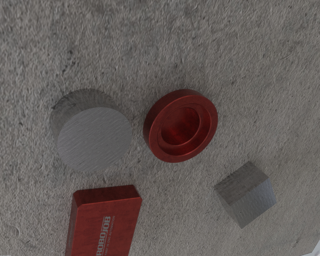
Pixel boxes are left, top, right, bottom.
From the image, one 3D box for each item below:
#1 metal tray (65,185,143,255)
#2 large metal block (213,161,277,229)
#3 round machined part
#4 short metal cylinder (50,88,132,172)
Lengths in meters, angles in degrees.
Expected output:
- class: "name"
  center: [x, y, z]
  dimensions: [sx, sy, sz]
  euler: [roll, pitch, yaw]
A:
- class: "metal tray"
  center: [-0.083, 0.146, 0.449]
  dimensions: [0.091, 0.030, 0.129]
  euler: [0, 119, -28]
- class: "large metal block"
  center: [0.151, 0.118, 0.547]
  dimensions: [0.080, 0.050, 0.080]
  euler: [-35, 129, -6]
- class: "round machined part"
  center: [0.023, -0.006, 0.405]
  dimensions: [0.099, 0.042, 0.097]
  euler: [-14, 124, -21]
- class: "short metal cylinder"
  center: [-0.078, 0.002, 0.349]
  dimensions: [0.081, 0.050, 0.079]
  euler: [-14, 124, -21]
